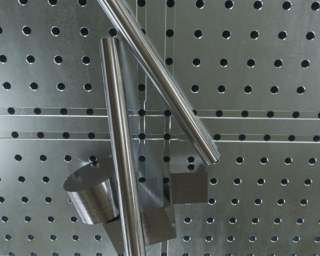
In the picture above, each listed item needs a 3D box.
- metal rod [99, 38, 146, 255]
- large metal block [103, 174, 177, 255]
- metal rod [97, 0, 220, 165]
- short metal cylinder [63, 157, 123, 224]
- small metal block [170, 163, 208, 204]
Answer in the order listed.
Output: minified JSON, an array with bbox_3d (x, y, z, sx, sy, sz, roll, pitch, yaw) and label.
[{"bbox_3d":[-0.043,0.042,0.370,0.025,0.025,0.298,-7,88,2],"label":"metal rod"},{"bbox_3d":[-0.025,0.116,0.427,0.080,0.080,0.050,-18,109,6],"label":"large metal block"},{"bbox_3d":[-0.008,-0.075,0.385,0.025,0.025,0.299,-31,108,10],"label":"metal rod"},{"bbox_3d":[-0.080,0.081,0.413,0.080,0.080,0.050,-18,109,6],"label":"short metal cylinder"},{"bbox_3d":[0.041,0.080,0.444,0.050,0.025,0.050,-3,110,0],"label":"small metal block"}]
